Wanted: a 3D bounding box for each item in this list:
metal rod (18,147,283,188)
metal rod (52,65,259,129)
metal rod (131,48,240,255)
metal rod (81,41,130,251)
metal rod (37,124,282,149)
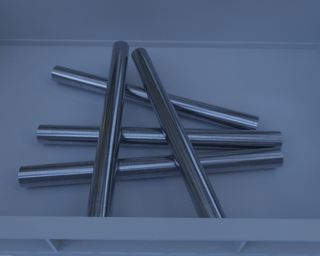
[{"bbox_3d":[-0.007,0.046,0.365,0.302,0.025,0.025,-4,50,-4],"label":"metal rod"},{"bbox_3d":[-0.015,-0.043,0.438,0.301,0.025,0.025,16,52,12],"label":"metal rod"},{"bbox_3d":[0.015,0.000,0.370,0.025,0.025,0.299,-14,51,-12],"label":"metal rod"},{"bbox_3d":[-0.059,-0.008,0.376,0.025,0.025,0.300,0,50,0],"label":"metal rod"},{"bbox_3d":[-0.001,0.012,0.392,0.302,0.025,0.025,2,50,1],"label":"metal rod"}]
